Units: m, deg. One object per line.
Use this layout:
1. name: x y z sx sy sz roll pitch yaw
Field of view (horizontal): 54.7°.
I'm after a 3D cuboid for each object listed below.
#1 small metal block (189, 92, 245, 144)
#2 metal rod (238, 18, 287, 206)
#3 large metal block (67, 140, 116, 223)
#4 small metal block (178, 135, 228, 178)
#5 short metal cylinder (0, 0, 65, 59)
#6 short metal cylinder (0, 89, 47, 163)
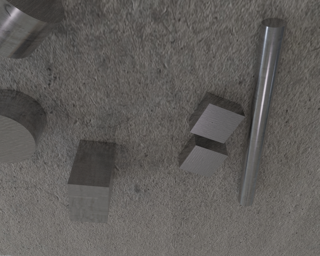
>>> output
1. small metal block: 0.071 -0.012 0.398 0.050 0.025 0.050 19 128 -16
2. metal rod: 0.129 0.005 0.413 0.025 0.025 0.298 -4 130 3
3. large metal block: -0.093 0.075 0.434 0.050 0.080 0.079 6 130 -5
4. small metal block: 0.060 0.040 0.442 0.050 0.025 0.050 19 128 -16
5. short metal cylinder: -0.135 -0.110 0.276 0.050 0.080 0.080 -35 122 26
6. short metal cylinder: -0.190 -0.001 0.388 0.081 0.050 0.079 0 130 0
